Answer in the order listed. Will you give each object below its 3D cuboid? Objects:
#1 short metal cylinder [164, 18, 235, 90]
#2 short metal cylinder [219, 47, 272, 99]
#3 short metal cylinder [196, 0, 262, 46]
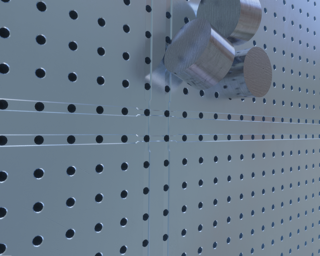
[{"bbox_3d":[0.052,-0.098,0.416,0.050,0.080,0.080,28,73,-37],"label":"short metal cylinder"},{"bbox_3d":[0.140,-0.089,0.510,0.081,0.050,0.079,0,90,-40],"label":"short metal cylinder"},{"bbox_3d":[0.100,-0.164,0.457,0.050,0.080,0.079,-7,95,-40],"label":"short metal cylinder"}]
